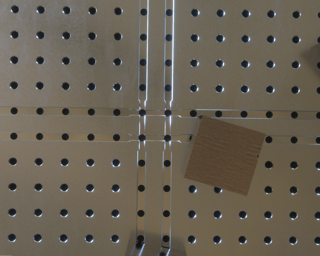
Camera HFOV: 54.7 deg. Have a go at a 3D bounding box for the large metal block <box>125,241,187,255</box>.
[{"bbox_3d":[-0.011,0.202,0.401,0.080,0.050,0.080,11,90,-1],"label":"large metal block"}]

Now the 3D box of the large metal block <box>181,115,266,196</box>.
[{"bbox_3d":[0.079,0.034,0.402,0.080,0.050,0.080,17,90,-1],"label":"large metal block"}]

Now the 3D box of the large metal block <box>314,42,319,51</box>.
[{"bbox_3d":[0.271,-0.109,0.404,0.080,0.050,0.080,-41,91,0],"label":"large metal block"}]
